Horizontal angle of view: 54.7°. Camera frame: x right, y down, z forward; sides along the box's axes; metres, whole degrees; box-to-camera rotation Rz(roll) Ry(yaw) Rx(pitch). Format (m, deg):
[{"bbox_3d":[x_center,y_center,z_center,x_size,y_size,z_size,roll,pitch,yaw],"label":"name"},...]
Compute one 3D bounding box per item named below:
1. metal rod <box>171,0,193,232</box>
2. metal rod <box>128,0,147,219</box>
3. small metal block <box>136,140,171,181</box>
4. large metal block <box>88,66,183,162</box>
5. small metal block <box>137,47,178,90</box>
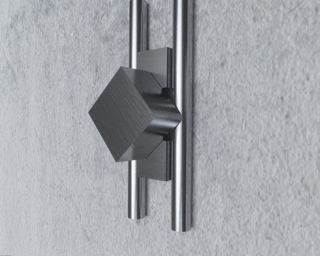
[{"bbox_3d":[0.027,-0.024,0.383,0.025,0.025,0.298,1,91,39],"label":"metal rod"},{"bbox_3d":[-0.031,-0.025,0.431,0.025,0.025,0.298,1,91,39],"label":"metal rod"},{"bbox_3d":[-0.004,0.040,0.406,0.050,0.025,0.050,1,91,39],"label":"small metal block"},{"bbox_3d":[-0.032,-0.016,0.380,0.080,0.050,0.080,-48,62,29],"label":"large metal block"},{"bbox_3d":[-0.003,-0.075,0.405,0.050,0.025,0.050,1,91,39],"label":"small metal block"}]
